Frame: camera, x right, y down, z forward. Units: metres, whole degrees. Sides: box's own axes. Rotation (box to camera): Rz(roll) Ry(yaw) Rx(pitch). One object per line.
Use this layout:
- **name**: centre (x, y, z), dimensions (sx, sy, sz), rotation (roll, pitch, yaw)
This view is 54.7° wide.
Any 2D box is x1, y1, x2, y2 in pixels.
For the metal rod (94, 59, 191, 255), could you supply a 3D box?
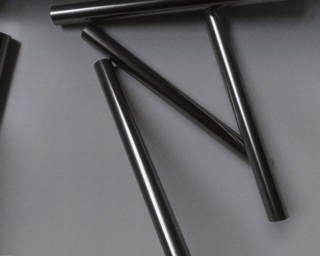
- **metal rod**: centre (-0.020, 0.044, 0.358), dimensions (0.025, 0.025, 0.299), rotation (-24, 69, 0)

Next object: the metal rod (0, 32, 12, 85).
- **metal rod**: centre (-0.244, 0.021, 0.408), dimensions (0.025, 0.025, 0.298), rotation (14, 90, -1)

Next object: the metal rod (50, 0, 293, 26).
- **metal rod**: centre (0.010, -0.158, 0.391), dimensions (0.302, 0.025, 0.025), rotation (-4, 90, 7)

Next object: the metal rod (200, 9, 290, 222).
- **metal rod**: centre (0.103, -0.032, 0.395), dimensions (0.025, 0.025, 0.299), rotation (-16, 83, 0)

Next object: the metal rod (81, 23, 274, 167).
- **metal rod**: centre (0.023, -0.038, 0.411), dimensions (0.301, 0.025, 0.025), rotation (37, 90, -1)
